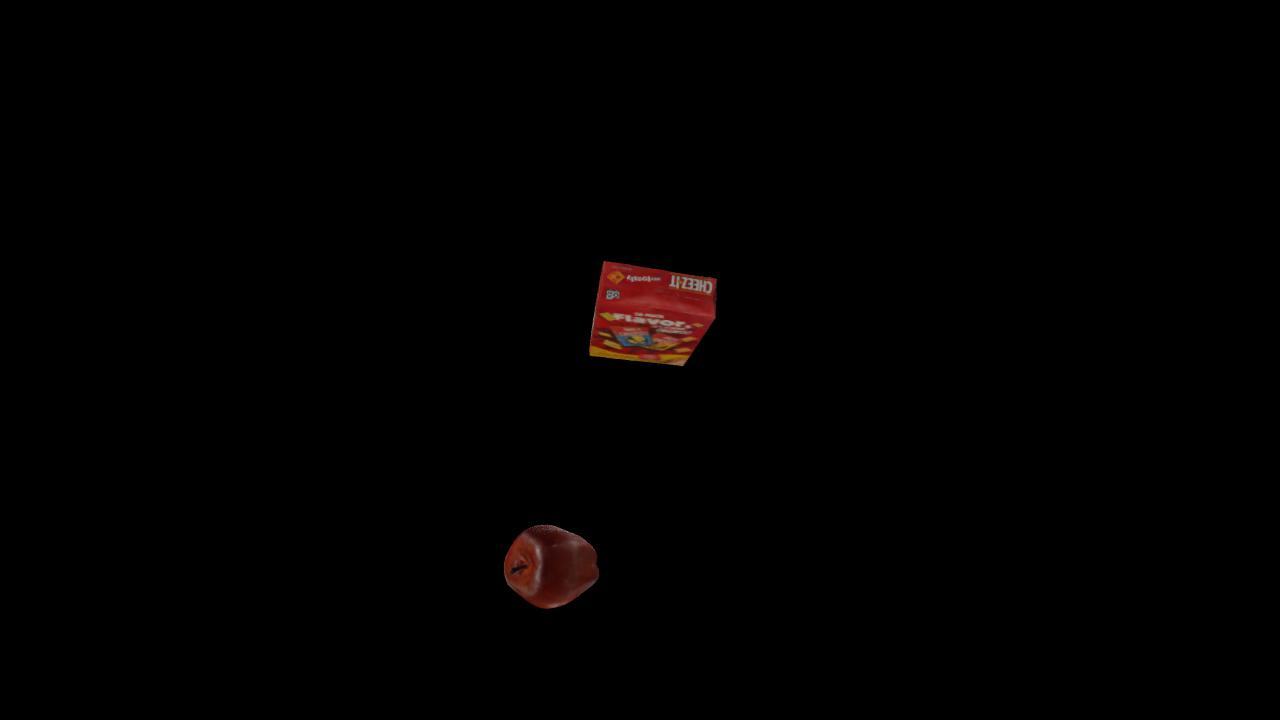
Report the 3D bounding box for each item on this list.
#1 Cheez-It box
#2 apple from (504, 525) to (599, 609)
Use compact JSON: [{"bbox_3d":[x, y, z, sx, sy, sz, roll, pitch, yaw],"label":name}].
[{"bbox_3d":[0.012,-0.062,0.946,0.166,0.071,0.223,7,-20,-5],"label":"Cheez-It box"},{"bbox_3d":[-0.086,0.200,0.596,0.079,0.079,0.093,0,-13,44],"label":"apple"}]
